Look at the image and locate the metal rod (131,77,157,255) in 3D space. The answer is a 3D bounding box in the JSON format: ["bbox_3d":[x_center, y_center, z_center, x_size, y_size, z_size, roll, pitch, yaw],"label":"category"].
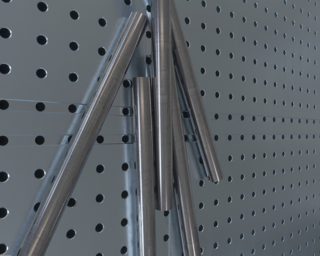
[{"bbox_3d":[-0.019,0.087,0.392,0.025,0.025,0.298,-3,92,-40],"label":"metal rod"}]

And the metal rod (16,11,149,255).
[{"bbox_3d":[-0.077,-0.002,0.343,0.025,0.025,0.300,33,70,-35],"label":"metal rod"}]

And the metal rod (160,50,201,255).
[{"bbox_3d":[0.026,0.046,0.429,0.025,0.025,0.298,-15,99,-39],"label":"metal rod"}]

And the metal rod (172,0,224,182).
[{"bbox_3d":[0.042,-0.060,0.442,0.025,0.025,0.299,-29,108,-36],"label":"metal rod"}]

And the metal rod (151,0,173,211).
[{"bbox_3d":[0.003,-0.042,0.392,0.025,0.025,0.298,-7,100,-40],"label":"metal rod"}]
